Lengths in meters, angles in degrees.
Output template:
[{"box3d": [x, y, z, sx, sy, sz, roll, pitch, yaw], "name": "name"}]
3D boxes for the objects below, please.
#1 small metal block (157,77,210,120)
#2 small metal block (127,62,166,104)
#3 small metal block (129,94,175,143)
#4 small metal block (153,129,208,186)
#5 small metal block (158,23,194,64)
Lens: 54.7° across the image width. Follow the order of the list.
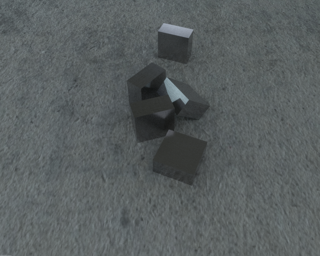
[{"box3d": [0.032, -0.039, 0.420, 0.050, 0.025, 0.050, 8, 35, -49], "name": "small metal block"}, {"box3d": [-0.018, -0.055, 0.433, 0.025, 0.050, 0.050, 33, 57, 24], "name": "small metal block"}, {"box3d": [-0.009, -0.011, 0.396, 0.050, 0.050, 0.025, -14, 52, -10], "name": "small metal block"}, {"box3d": [0.024, 0.035, 0.374, 0.050, 0.025, 0.050, 18, 52, 14], "name": "small metal block"}, {"box3d": [0.025, -0.136, 0.502, 0.050, 0.050, 0.025, 17, 52, 13], "name": "small metal block"}]
